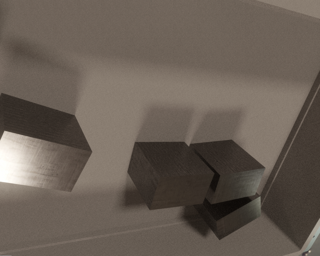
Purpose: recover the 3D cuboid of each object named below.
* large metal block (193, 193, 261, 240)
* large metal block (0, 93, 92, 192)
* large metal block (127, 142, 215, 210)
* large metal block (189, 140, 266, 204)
[{"bbox_3d":[0.106,0.121,0.508,0.081,0.080,0.050,-25,128,-14],"label":"large metal block"},{"bbox_3d":[-0.126,0.015,0.314,0.080,0.080,0.050,19,108,-36],"label":"large metal block"},{"bbox_3d":[0.012,0.060,0.419,0.081,0.080,0.050,1,118,-30],"label":"large metal block"},{"bbox_3d":[0.094,0.062,0.465,0.081,0.080,0.050,-4,120,-27],"label":"large metal block"}]
